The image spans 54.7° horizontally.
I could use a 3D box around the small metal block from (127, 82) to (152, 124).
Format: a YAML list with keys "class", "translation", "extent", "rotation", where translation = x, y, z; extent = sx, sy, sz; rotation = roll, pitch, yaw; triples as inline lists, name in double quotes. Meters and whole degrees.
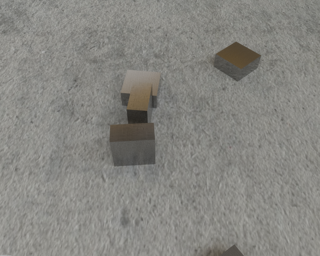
- class: "small metal block"
  translation: [-0.025, -0.025, 0.407]
  extent: [0.025, 0.050, 0.050]
  rotation: [5, 50, 3]

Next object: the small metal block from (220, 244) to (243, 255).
- class: "small metal block"
  translation: [0.064, 0.145, 0.282]
  extent: [0.050, 0.025, 0.050]
  rotation: [-28, 56, -22]

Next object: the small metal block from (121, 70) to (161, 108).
- class: "small metal block"
  translation: [-0.027, -0.057, 0.451]
  extent: [0.050, 0.025, 0.050]
  rotation: [5, 50, 4]

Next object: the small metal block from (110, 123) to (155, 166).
- class: "small metal block"
  translation: [-0.031, 0.020, 0.369]
  extent: [0.050, 0.050, 0.025]
  rotation: [-3, 50, -3]

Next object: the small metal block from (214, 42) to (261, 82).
- class: "small metal block"
  translation: [0.123, -0.107, 0.495]
  extent: [0.050, 0.025, 0.050]
  rotation: [-35, 58, -26]
